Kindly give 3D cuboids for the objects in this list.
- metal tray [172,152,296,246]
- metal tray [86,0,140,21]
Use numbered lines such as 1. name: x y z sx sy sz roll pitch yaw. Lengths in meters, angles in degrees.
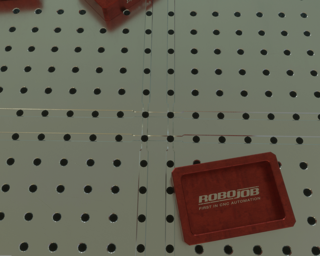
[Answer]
1. metal tray: 0.085 0.085 0.378 0.131 0.030 0.090 -9 70 -4
2. metal tray: -0.063 -0.242 0.497 0.130 0.030 0.090 -39 75 -13
